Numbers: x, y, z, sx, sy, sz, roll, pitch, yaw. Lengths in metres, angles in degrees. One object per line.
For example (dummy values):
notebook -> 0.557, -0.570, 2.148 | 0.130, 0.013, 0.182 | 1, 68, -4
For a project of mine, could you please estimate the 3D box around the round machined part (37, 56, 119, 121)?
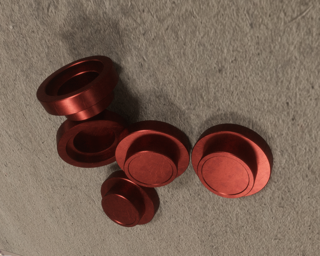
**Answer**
round machined part -> -0.096, -0.046, 0.382 | 0.098, 0.098, 0.042 | 0, 132, 27

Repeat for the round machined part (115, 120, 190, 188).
round machined part -> -0.010, 0.040, 0.404 | 0.099, 0.042, 0.097 | 3, 130, 3

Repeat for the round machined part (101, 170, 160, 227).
round machined part -> -0.054, 0.119, 0.496 | 0.098, 0.042, 0.097 | 13, 124, 20

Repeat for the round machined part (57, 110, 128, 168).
round machined part -> -0.091, 0.009, 0.426 | 0.099, 0.042, 0.097 | -12, 140, -10

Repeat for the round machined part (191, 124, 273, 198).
round machined part -> 0.085, 0.047, 0.379 | 0.098, 0.042, 0.097 | 13, 124, 20
